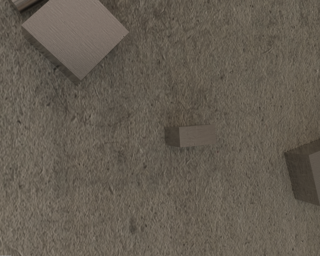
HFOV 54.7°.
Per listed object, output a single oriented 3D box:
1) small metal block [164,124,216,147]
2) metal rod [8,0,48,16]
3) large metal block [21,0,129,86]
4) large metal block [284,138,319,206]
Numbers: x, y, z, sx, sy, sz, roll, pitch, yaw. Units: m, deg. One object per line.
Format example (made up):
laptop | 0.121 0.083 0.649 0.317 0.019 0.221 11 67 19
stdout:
small metal block | 0.039 0.009 0.411 0.050 0.050 0.025 -5 92 -20
metal rod | -0.054 -0.230 0.389 0.301 0.025 0.025 -40 103 -16
large metal block | -0.097 -0.108 0.360 0.080 0.050 0.080 44 76 -15
large metal block | 0.255 0.067 0.492 0.081 0.050 0.080 -17 96 -20
